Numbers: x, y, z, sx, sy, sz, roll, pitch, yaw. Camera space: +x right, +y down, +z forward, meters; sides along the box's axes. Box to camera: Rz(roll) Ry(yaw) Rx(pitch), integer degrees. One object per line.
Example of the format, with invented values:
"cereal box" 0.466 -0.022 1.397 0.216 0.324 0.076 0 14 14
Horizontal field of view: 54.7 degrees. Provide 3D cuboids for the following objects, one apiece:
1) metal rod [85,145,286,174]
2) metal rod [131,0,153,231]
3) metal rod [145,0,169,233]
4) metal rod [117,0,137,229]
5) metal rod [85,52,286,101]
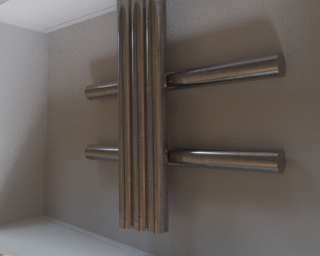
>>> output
"metal rod" 0.005 0.036 0.402 0.300 0.025 0.025 -1 89 40
"metal rod" -0.023 -0.024 0.390 0.025 0.025 0.298 -1 89 40
"metal rod" -0.004 -0.026 0.375 0.025 0.025 0.298 -1 89 40
"metal rod" -0.042 -0.021 0.407 0.025 0.025 0.298 -1 89 40
"metal rod" 0.005 -0.059 0.402 0.300 0.025 0.025 -2 89 40
